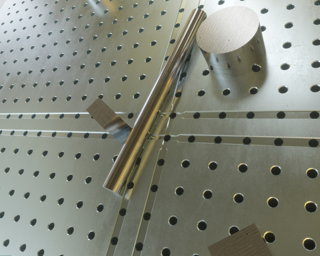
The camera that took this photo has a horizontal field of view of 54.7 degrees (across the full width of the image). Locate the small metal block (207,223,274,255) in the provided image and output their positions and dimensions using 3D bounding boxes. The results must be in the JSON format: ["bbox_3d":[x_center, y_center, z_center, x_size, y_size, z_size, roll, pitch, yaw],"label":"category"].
[{"bbox_3d":[0.080,0.126,0.289,0.050,0.025,0.050,-31,52,8],"label":"small metal block"}]

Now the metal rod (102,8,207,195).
[{"bbox_3d":[0.000,-0.049,0.438,0.025,0.025,0.300,13,68,33],"label":"metal rod"}]

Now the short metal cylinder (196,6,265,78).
[{"bbox_3d":[0.095,-0.114,0.413,0.080,0.050,0.080,-13,56,21],"label":"short metal cylinder"}]

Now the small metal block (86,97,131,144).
[{"bbox_3d":[-0.069,-0.010,0.434,0.025,0.050,0.050,-46,51,-4],"label":"small metal block"}]
